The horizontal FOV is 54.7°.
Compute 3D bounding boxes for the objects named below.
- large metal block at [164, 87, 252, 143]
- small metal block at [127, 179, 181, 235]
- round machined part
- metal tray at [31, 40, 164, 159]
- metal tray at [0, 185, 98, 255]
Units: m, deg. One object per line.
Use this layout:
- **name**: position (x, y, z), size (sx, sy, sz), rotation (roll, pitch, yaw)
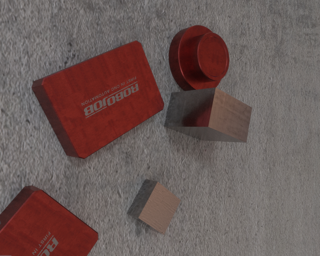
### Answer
- **large metal block**: position (0.066, -0.015, 0.427), size (0.080, 0.080, 0.050), rotation (20, 77, -39)
- **small metal block**: position (-0.007, 0.102, 0.401), size (0.050, 0.025, 0.050), rotation (44, 63, -31)
- **round machined part**: position (0.063, -0.100, 0.449), size (0.099, 0.042, 0.097), rotation (0, 90, -40)
- **metal tray**: position (-0.062, -0.035, 0.351), size (0.131, 0.030, 0.090), rotation (-34, 111, -35)
- **metal tray**: position (-0.132, 0.132, 0.293), size (0.090, 0.030, 0.130), rotation (51, 60, -28)
